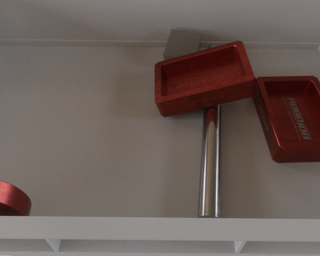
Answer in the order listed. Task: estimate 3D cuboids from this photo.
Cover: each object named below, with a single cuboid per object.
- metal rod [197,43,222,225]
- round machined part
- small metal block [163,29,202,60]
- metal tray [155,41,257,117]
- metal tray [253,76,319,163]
[{"bbox_3d":[0.071,-0.017,0.420,0.025,0.025,0.300,6,50,5],"label":"metal rod"},{"bbox_3d":[-0.175,0.085,0.284,0.099,0.097,0.042,-3,50,-3],"label":"round machined part"},{"bbox_3d":[0.037,-0.129,0.503,0.050,0.025,0.050,14,74,10],"label":"small metal block"},{"bbox_3d":[0.059,-0.070,0.433,0.130,0.030,0.090,-13,46,12],"label":"metal tray"},{"bbox_3d":[0.184,-0.016,0.417,0.091,0.030,0.130,-1,50,-2],"label":"metal tray"}]
